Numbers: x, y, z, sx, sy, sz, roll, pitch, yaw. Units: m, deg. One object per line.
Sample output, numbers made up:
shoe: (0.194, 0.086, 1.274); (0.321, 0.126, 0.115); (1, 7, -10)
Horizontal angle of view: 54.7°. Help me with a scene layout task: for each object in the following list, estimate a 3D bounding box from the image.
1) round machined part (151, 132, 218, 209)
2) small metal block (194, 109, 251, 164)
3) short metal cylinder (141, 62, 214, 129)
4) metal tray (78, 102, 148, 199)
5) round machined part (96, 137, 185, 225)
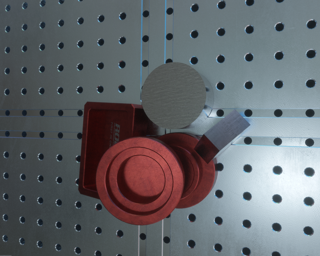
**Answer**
round machined part: (0.021, 0.054, 0.394); (0.098, 0.042, 0.097); (0, 90, 19)
small metal block: (0.072, 0.011, 0.363); (0.050, 0.050, 0.025); (-37, 76, -20)
short metal cylinder: (0.023, -0.038, 0.390); (0.080, 0.050, 0.079); (0, 90, 19)
metal tray: (-0.065, 0.031, 0.420); (0.090, 0.030, 0.129); (6, 92, 34)
round machined part: (-0.020, 0.058, 0.359); (0.098, 0.042, 0.097); (0, 92, 9)
